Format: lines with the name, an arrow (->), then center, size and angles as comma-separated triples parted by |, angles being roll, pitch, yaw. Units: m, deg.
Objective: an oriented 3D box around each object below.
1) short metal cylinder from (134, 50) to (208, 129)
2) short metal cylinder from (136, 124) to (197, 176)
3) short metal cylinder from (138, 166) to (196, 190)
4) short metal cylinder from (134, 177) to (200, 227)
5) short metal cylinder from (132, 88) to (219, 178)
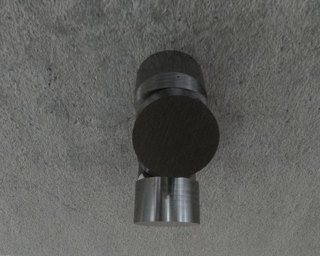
short metal cylinder -> 0.012, -0.042, 0.357 | 0.081, 0.050, 0.079 | 0, 130, 0
short metal cylinder -> 0.011, 0.017, 0.388 | 0.081, 0.080, 0.050 | 1, 130, -1
short metal cylinder -> 0.010, 0.061, 0.444 | 0.081, 0.050, 0.079 | 0, 130, 0
short metal cylinder -> 0.009, 0.094, 0.385 | 0.080, 0.050, 0.080 | 1, 158, 1
short metal cylinder -> 0.014, 0.003, 0.310 | 0.081, 0.050, 0.079 | 0, 105, -1
